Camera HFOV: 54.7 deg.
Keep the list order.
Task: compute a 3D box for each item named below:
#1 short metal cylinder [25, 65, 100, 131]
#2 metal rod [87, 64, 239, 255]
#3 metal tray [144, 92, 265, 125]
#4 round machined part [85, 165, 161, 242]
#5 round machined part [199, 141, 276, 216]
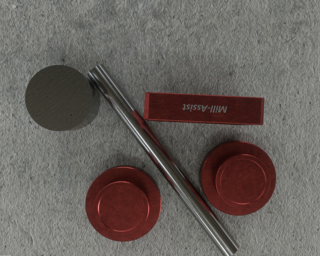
[{"bbox_3d":[-0.121,-0.036,0.396,0.081,0.050,0.079,0,90,-1],"label":"short metal cylinder"},{"bbox_3d":[0.005,0.043,0.410,0.025,0.025,0.299,-37,90,0],"label":"metal rod"},{"bbox_3d":[0.048,-0.021,0.378,0.131,0.090,0.030,3,90,-1],"label":"metal tray"},{"bbox_3d":[-0.048,0.099,0.401,0.099,0.042,0.097,0,90,-1],"label":"round machined part"},{"bbox_3d":[0.103,0.066,0.403,0.099,0.042,0.097,0,90,-1],"label":"round machined part"}]
